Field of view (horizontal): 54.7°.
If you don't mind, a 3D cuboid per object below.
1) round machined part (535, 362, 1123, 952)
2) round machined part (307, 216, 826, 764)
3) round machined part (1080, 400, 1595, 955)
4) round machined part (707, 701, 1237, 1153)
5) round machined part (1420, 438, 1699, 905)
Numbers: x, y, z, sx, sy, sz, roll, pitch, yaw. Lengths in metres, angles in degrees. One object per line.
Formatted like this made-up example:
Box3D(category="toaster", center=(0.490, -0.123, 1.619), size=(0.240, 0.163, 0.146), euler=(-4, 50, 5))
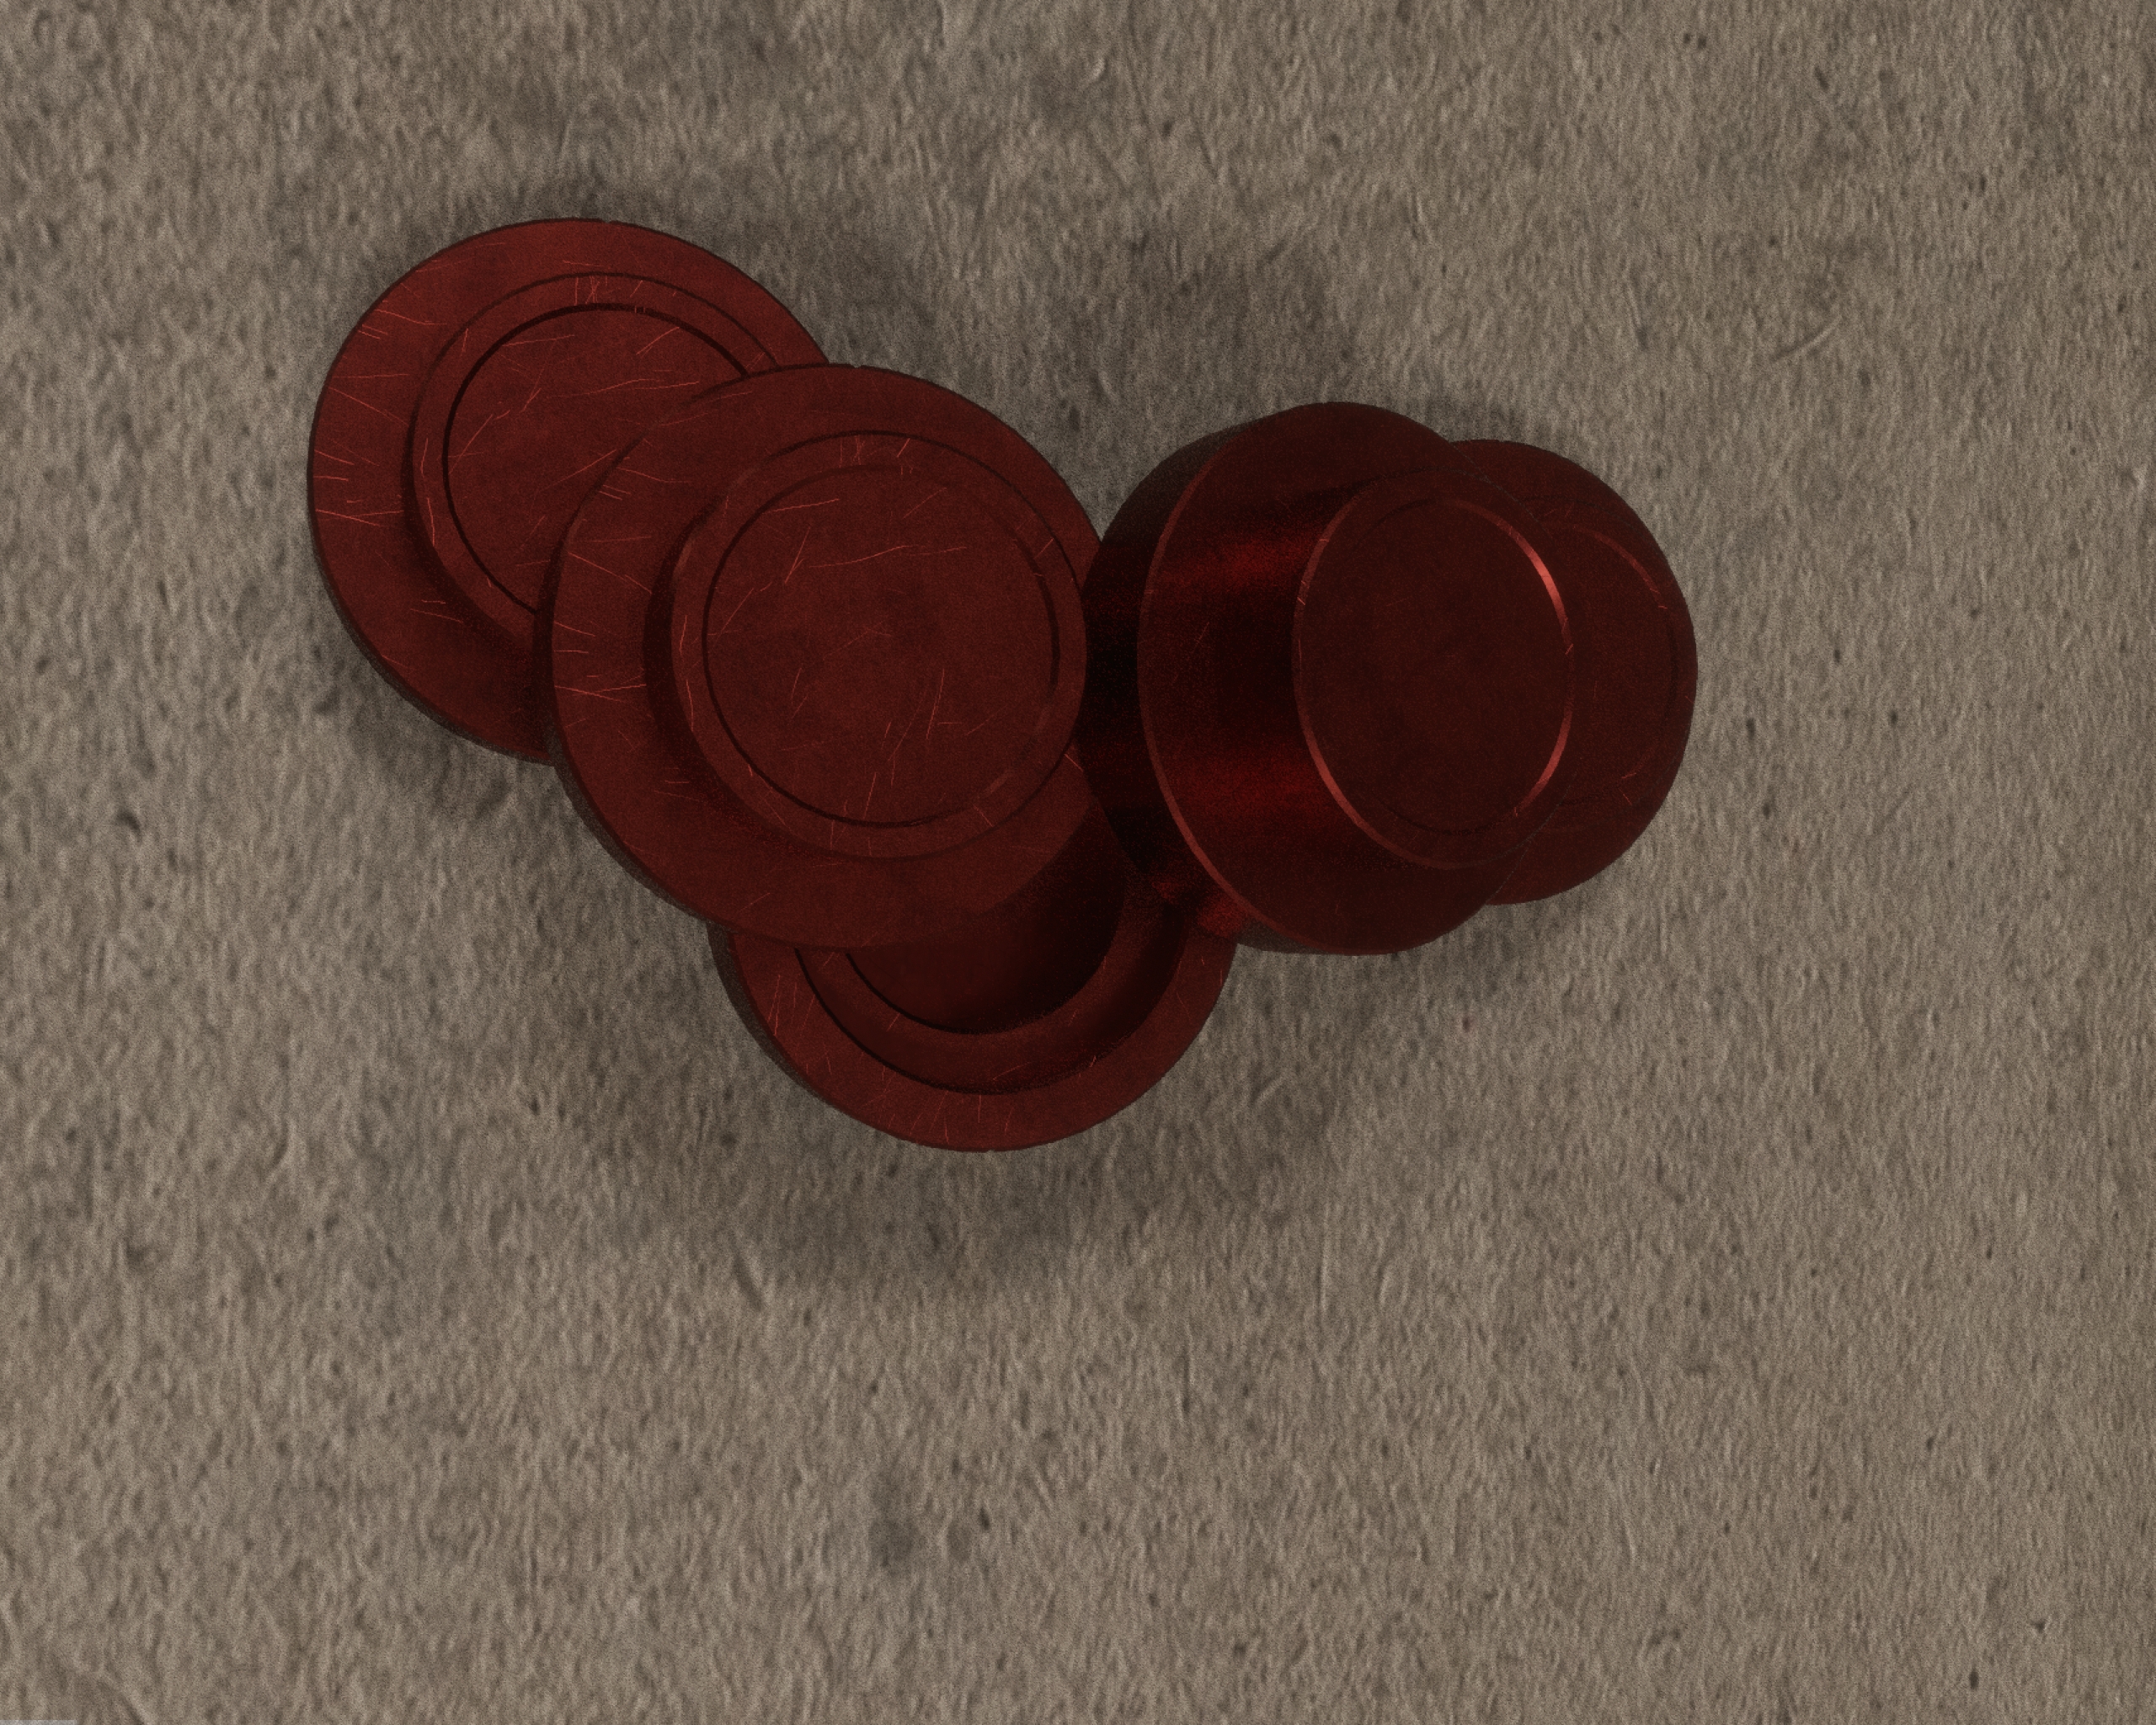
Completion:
Box3D(category="round machined part", center=(-0.037, -0.034, 0.343), size=(0.099, 0.042, 0.097), euler=(0, 90, -21))
Box3D(category="round machined part", center=(-0.084, -0.066, 0.370), size=(0.099, 0.042, 0.097), euler=(0, 90, -21))
Box3D(category="round machined part", center=(0.052, -0.032, 0.366), size=(0.099, 0.042, 0.097), euler=(1, 88, -33))
Box3D(category="round machined part", center=(-0.022, 0.003, 0.394), size=(0.099, 0.042, 0.097), euler=(0, 90, -21))
Box3D(category="round machined part", center=(0.088, -0.040, 0.435), size=(0.099, 0.042, 0.097), euler=(0, 90, -21))
